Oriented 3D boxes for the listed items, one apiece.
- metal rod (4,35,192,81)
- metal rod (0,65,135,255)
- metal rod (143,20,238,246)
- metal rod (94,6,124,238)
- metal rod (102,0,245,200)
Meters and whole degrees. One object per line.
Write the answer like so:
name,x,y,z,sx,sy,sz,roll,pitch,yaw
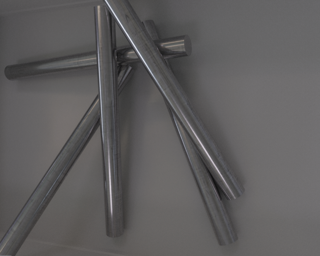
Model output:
metal rod,-0.102,-0.093,0.430,0.300,0.025,0.025,-2,89,26
metal rod,-0.123,0.042,0.406,0.025,0.025,0.300,29,81,17
metal rod,0.032,0.000,0.399,0.025,0.025,0.299,-23,83,18
metal rod,-0.065,0.001,0.403,0.025,0.025,0.298,4,103,20
metal rod,0.013,-0.045,0.365,0.025,0.025,0.299,-31,96,17
